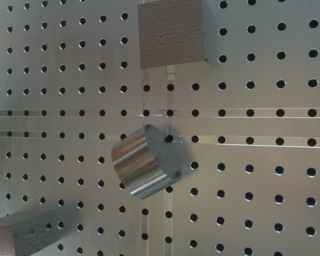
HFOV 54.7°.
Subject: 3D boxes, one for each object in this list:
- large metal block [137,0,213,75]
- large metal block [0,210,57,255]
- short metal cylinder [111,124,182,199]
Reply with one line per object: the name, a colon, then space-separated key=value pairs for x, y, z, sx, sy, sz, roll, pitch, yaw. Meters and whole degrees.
large metal block: x=0.021 y=-0.115 z=0.392 sx=0.080 sy=0.050 sz=0.080 roll=-3 pitch=89 yaw=20
large metal block: x=-0.216 y=0.160 z=0.460 sx=0.080 sy=0.080 sz=0.050 roll=-11 pitch=87 yaw=19
short metal cylinder: x=-0.015 y=0.042 z=0.389 sx=0.050 sy=0.080 sz=0.080 roll=-31 pitch=80 yaw=17
